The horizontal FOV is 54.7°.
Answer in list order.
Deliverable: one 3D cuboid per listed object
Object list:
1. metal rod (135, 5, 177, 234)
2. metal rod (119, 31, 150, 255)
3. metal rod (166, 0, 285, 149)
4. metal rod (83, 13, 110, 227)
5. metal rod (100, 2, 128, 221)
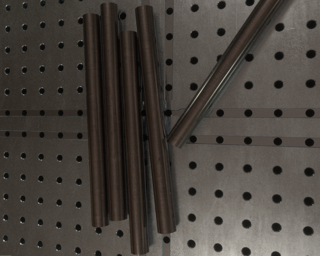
[{"bbox_3d":[-0.006,-0.013,0.413,0.025,0.025,0.298,-7,88,19],"label":"metal rod"},{"bbox_3d":[-0.035,0.019,0.423,0.025,0.025,0.298,-4,89,19],"label":"metal rod"},{"bbox_3d":[0.100,-0.102,0.376,0.025,0.025,0.299,37,101,16],"label":"metal rod"},{"bbox_3d":[-0.091,-0.011,0.443,0.025,0.025,0.298,-3,89,19],"label":"metal rod"},{"bbox_3d":[-0.064,-0.023,0.434,0.025,0.025,0.298,-3,89,19],"label":"metal rod"}]
